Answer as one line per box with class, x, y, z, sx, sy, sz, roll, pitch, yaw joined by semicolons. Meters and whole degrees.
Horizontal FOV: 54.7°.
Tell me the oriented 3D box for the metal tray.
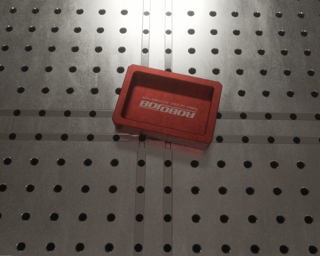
metal tray;0.011;-0.029;0.419;0.131;0.030;0.090;12;70;4
